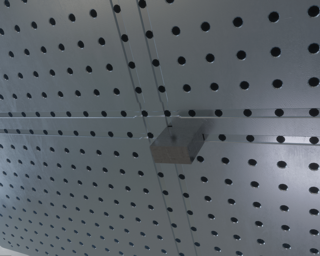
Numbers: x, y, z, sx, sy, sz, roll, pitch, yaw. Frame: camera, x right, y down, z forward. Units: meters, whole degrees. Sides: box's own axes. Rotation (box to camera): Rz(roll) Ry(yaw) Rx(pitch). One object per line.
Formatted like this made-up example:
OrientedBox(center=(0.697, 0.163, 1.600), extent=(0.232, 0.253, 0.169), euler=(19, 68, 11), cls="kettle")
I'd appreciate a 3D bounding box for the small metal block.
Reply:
OrientedBox(center=(0.023, 0.021, 0.396), extent=(0.050, 0.050, 0.025), euler=(-1, 118, 29), cls="small metal block")
